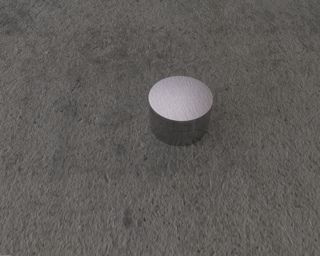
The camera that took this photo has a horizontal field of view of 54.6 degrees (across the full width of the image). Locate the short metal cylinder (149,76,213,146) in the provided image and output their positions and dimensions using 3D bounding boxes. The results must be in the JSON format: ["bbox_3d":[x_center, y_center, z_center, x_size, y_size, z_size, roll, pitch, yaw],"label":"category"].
[{"bbox_3d":[0.026,-0.023,0.407,0.080,0.050,0.080,0,50,0],"label":"short metal cylinder"}]
